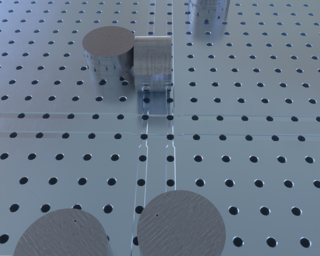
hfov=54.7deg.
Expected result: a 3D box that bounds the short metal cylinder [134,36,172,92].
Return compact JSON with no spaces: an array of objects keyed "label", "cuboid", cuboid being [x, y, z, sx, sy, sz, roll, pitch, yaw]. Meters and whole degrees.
[{"label":"short metal cylinder","cuboid":[-0.010,-0.092,0.449,0.050,0.080,0.080,0,50,0]}]

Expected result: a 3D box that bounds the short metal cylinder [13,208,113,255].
[{"label":"short metal cylinder","cuboid":[-0.086,0.123,0.287,0.081,0.050,0.080,0,50,0]}]

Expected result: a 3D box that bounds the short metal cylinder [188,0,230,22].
[{"label":"short metal cylinder","cuboid":[0.096,-0.251,0.603,0.081,0.050,0.080,0,50,0]}]

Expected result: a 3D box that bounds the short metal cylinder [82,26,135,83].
[{"label":"short metal cylinder","cuboid":[-0.077,-0.117,0.489,0.081,0.050,0.080,0,50,0]}]

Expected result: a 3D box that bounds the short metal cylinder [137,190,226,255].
[{"label":"short metal cylinder","cuboid":[0.019,0.108,0.301,0.081,0.050,0.080,0,50,0]}]
